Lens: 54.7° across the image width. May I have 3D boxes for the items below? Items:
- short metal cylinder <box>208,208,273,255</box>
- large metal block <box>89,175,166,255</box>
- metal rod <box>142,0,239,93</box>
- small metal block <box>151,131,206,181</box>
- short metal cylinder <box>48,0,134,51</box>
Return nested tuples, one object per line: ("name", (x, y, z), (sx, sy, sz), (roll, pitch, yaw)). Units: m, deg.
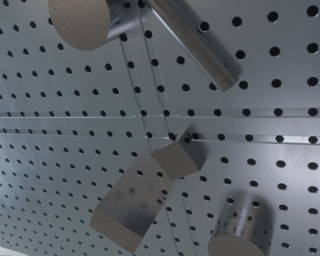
("short metal cylinder", (0.113, 0.161, 0.435), (0.080, 0.050, 0.079), (13, 124, 21))
("large metal block", (-0.050, 0.133, 0.484), (0.080, 0.080, 0.050), (30, 128, 9))
("metal rod", (-0.022, -0.157, 0.325), (0.300, 0.025, 0.025), (48, 129, -6))
("small metal block", (0.025, 0.039, 0.422), (0.050, 0.025, 0.050), (-28, 103, 37))
("short metal cylinder", (-0.078, -0.134, 0.353), (0.080, 0.050, 0.079), (13, 124, 21))
